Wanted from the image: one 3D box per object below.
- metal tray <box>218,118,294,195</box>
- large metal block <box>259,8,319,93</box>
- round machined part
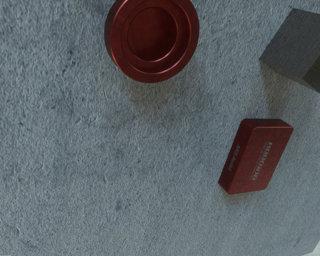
[{"bbox_3d":[0.159,0.048,0.521,0.091,0.030,0.129,0,119,-29],"label":"metal tray"},{"bbox_3d":[0.196,-0.104,0.414,0.050,0.080,0.080,22,106,-36],"label":"large metal block"},{"bbox_3d":[-0.011,-0.101,0.327,0.099,0.042,0.097,-14,124,-21],"label":"round machined part"}]
